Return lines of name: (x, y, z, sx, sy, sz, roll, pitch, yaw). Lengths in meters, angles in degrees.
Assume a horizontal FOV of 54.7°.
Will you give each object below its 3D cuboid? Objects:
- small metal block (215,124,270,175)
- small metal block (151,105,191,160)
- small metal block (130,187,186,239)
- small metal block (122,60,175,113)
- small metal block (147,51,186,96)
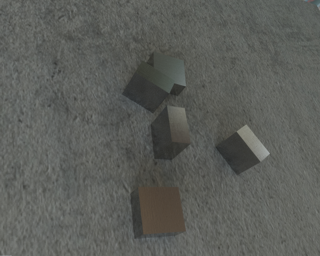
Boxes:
small metal block: (0.114, 0.031, 0.432, 0.025, 0.050, 0.050, -29, 78, -38)
small metal block: (0.012, 0.007, 0.391, 0.025, 0.050, 0.050, 7, 59, -25)
small metal block: (-0.003, 0.094, 0.346, 0.050, 0.025, 0.050, 5, 59, -26)
small metal block: (-0.016, -0.054, 0.413, 0.050, 0.050, 0.025, 31, 52, -9)
small metal block: (0.009, -0.080, 0.459, 0.050, 0.025, 0.050, 12, 57, -22)
